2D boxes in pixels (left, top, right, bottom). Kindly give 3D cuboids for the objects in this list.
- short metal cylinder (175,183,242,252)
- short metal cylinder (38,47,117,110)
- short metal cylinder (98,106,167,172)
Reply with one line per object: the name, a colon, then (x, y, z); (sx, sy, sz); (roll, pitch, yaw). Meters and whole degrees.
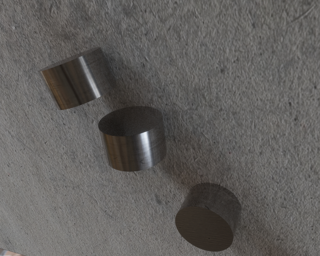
short metal cylinder: (0.068, 0.123, 0.431); (0.080, 0.050, 0.079); (13, 124, 21)
short metal cylinder: (-0.101, -0.063, 0.386); (0.080, 0.080, 0.050); (-8, 114, 32)
short metal cylinder: (-0.034, 0.012, 0.396); (0.080, 0.080, 0.050); (7, 122, 24)
